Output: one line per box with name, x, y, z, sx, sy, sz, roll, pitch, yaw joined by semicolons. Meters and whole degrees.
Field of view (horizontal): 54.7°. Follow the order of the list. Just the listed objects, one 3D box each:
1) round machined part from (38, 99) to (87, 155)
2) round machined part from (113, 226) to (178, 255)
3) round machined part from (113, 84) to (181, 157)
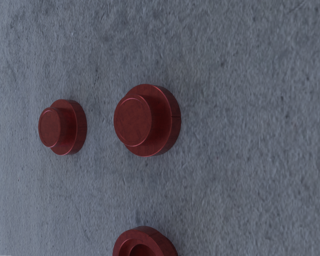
round machined part;-0.173;-0.001;0.533;0.098;0.042;0.097;0;90;39
round machined part;-0.013;0.176;0.403;0.098;0.042;0.097;0;90;39
round machined part;-0.024;-0.010;0.411;0.098;0.042;0.097;0;90;39
